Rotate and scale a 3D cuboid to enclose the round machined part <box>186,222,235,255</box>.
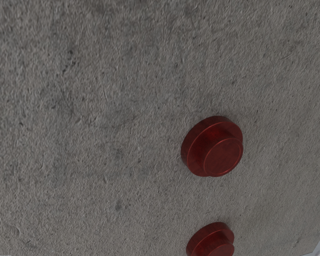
[{"bbox_3d":[0.103,0.233,0.596,0.099,0.042,0.097,-14,124,-21],"label":"round machined part"}]

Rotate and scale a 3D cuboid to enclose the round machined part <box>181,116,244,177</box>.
[{"bbox_3d":[0.084,0.034,0.463,0.099,0.042,0.097,-14,124,-21],"label":"round machined part"}]
